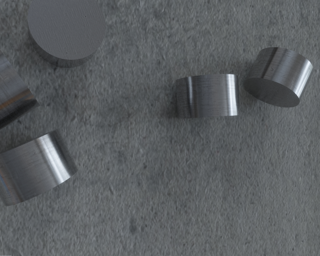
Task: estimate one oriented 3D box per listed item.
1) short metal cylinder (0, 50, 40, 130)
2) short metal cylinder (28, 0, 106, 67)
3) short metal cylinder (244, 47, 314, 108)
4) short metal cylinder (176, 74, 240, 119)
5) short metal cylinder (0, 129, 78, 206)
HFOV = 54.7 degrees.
[{"bbox_3d":[-0.170,-0.043,0.317,0.050,0.080,0.080,-36,102,-17],"label":"short metal cylinder"},{"bbox_3d":[-0.107,-0.113,0.356,0.081,0.050,0.079,0,90,-21],"label":"short metal cylinder"},{"bbox_3d":[0.169,-0.071,0.444,0.080,0.080,0.050,31,80,-18],"label":"short metal cylinder"},{"bbox_3d":[0.062,-0.039,0.404,0.081,0.080,0.050,-4,92,-20],"label":"short metal cylinder"},{"bbox_3d":[-0.136,0.040,0.330,0.081,0.080,0.050,-26,99,-18],"label":"short metal cylinder"}]
